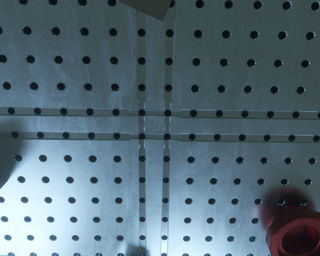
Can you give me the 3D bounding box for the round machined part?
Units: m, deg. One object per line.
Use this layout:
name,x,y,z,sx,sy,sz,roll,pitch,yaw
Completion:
round machined part,0.208,0.163,0.467,0.099,0.042,0.097,0,110,-1

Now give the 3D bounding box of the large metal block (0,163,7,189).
large metal block,-0.267,0.075,0.408,0.080,0.080,0.050,-9,110,3

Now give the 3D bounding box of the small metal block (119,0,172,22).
small metal block,-0.015,-0.142,0.347,0.050,0.050,0.025,22,109,-8
